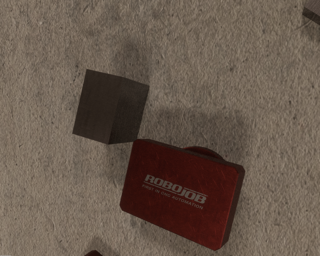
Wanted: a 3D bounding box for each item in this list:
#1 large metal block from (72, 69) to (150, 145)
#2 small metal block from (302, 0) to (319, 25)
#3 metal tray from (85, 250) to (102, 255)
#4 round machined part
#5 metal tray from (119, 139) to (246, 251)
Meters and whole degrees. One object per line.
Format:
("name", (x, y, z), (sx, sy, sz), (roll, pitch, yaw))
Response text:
("large metal block", (-0.060, -0.026, 0.400), (0.050, 0.080, 0.079), (15, 95, 19))
("small metal block", (0.196, -0.137, 0.340), (0.050, 0.025, 0.050), (41, 102, 15))
("metal tray", (-0.072, 0.248, 0.431), (0.130, 0.030, 0.090), (33, 100, 16))
("round machined part", (0.040, 0.072, 0.385), (0.098, 0.042, 0.097), (0, 90, 19))
("metal tray", (0.022, 0.070, 0.356), (0.130, 0.030, 0.089), (15, 94, 28))
